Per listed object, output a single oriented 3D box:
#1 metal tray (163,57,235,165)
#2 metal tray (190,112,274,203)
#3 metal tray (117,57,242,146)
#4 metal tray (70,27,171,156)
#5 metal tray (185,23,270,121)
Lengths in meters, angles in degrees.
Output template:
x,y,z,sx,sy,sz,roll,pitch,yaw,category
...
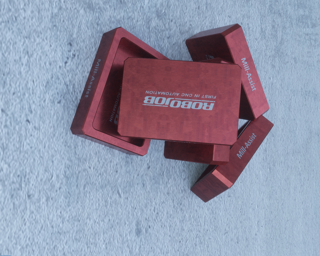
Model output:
x,y,z,sx,sy,sz,roll,pitch,yaw,category
0.050,-0.020,0.408,0.030,0.090,0.129,8,85,-40,metal tray
0.105,0.043,0.454,0.030,0.090,0.131,41,60,6,metal tray
0.022,-0.029,0.353,0.131,0.030,0.089,5,86,4,metal tray
-0.041,-0.040,0.370,0.090,0.030,0.130,25,74,-37,metal tray
0.095,-0.076,0.443,0.030,0.090,0.129,-35,112,-19,metal tray
